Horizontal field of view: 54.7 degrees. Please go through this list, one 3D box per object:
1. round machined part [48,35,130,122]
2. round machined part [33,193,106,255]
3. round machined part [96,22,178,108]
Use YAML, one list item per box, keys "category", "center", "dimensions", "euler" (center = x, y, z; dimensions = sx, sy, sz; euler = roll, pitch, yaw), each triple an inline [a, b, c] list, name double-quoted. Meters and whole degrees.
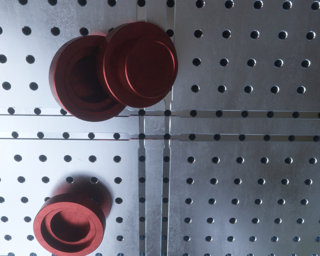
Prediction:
- category: "round machined part"
  center: [-0.081, -0.059, 0.366]
  dimensions: [0.099, 0.042, 0.097]
  euler: [-10, 108, -32]
- category: "round machined part"
  center: [-0.128, 0.137, 0.453]
  dimensions: [0.099, 0.042, 0.097]
  euler: [0, 110, -1]
- category: "round machined part"
  center: [-0.019, -0.070, 0.354]
  dimensions: [0.099, 0.042, 0.097]
  euler: [-10, 108, -32]
